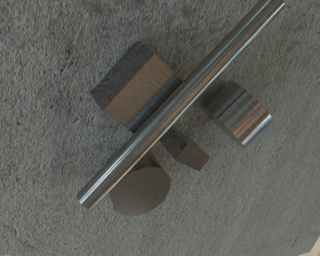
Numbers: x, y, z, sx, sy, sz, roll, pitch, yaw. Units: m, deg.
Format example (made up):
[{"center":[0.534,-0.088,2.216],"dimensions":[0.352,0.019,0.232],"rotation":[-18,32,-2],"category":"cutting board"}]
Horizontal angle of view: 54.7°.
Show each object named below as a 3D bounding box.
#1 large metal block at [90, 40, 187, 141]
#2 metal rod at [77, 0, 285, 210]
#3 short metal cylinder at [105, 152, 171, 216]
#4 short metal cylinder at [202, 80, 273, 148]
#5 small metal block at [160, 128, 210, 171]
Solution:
[{"center":[-0.018,-0.039,0.358],"dimensions":[0.080,0.050,0.080],"rotation":[-47,130,5],"category":"large metal block"},{"center":[0.019,-0.026,0.337],"dimensions":[0.300,0.025,0.025],"rotation":[-47,130,4],"category":"metal rod"},{"center":[-0.033,0.071,0.418],"dimensions":[0.081,0.050,0.079],"rotation":[-14,125,-21],"category":"short metal cylinder"},{"center":[0.103,-0.018,0.419],"dimensions":[0.050,0.080,0.080],"rotation":[-45,130,3],"category":"short metal cylinder"},{"center":[0.034,0.029,0.429],"dimensions":[0.050,0.050,0.025],"rotation":[30,102,-38],"category":"small metal block"}]
